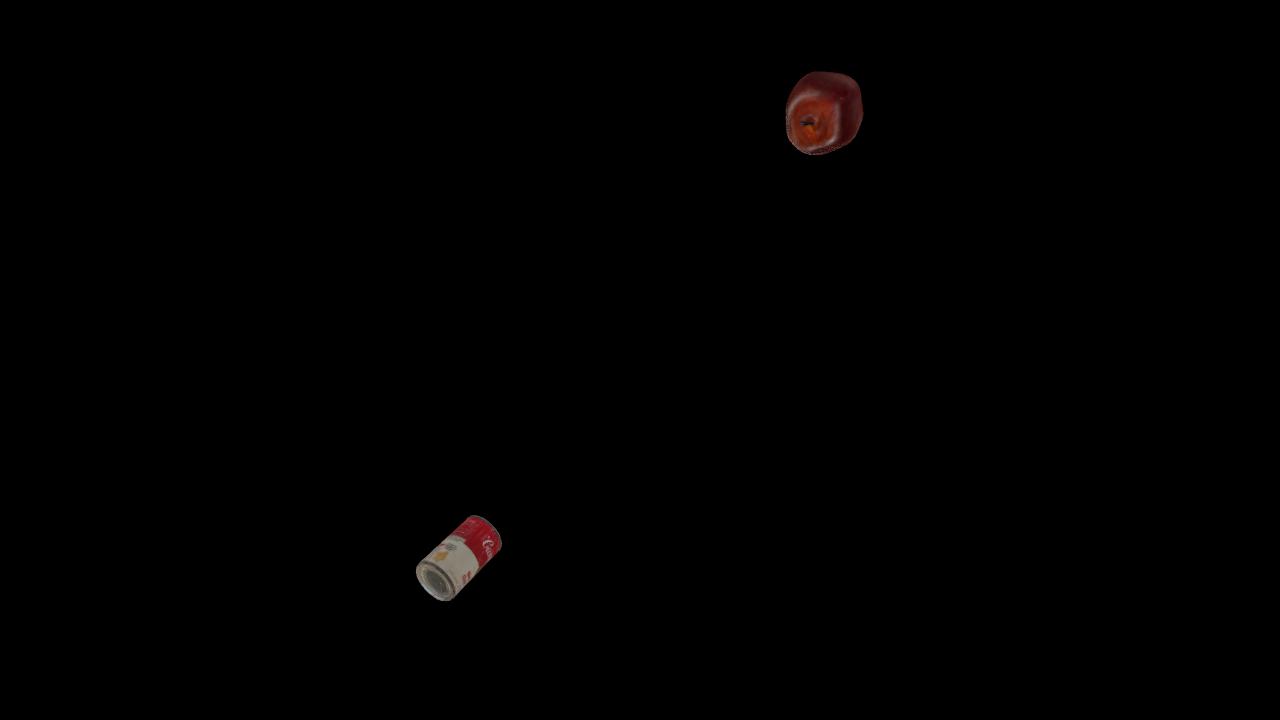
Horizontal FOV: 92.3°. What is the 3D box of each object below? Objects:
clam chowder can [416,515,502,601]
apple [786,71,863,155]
[{"bbox_3d":[-0.251,0.275,0.856,0.068,0.068,0.102,0,24,31],"label":"clam chowder can"},{"bbox_3d":[0.184,-0.249,0.617,0.079,0.079,0.093,0,31,42],"label":"apple"}]
